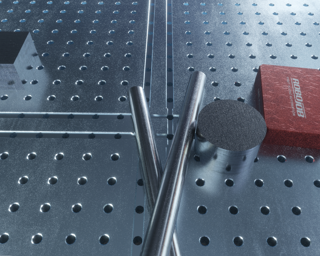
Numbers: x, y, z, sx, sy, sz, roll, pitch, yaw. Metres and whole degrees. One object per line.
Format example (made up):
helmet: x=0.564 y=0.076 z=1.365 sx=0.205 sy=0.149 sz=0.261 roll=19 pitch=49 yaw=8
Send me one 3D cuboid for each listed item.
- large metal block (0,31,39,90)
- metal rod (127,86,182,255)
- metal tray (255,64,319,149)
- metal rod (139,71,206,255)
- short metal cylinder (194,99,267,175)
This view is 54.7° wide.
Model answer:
large metal block: x=-0.245 y=-0.105 z=0.477 sx=0.081 sy=0.050 sz=0.080 roll=0 pitch=50 yaw=0
metal rod: x=-0.007 y=0.061 z=0.355 sx=0.025 sy=0.025 sz=0.300 roll=-8 pitch=51 yaw=-7
metal tray: x=0.185 y=-0.034 z=0.434 sx=0.090 sy=0.030 sz=0.130 roll=7 pitch=50 yaw=5
metal rod: x=0.025 y=0.024 z=0.365 sx=0.025 sy=0.025 sz=0.301 roll=10 pitch=44 yaw=8
short metal cylinder: x=0.084 y=0.010 z=0.383 sx=0.081 sy=0.050 sz=0.080 roll=0 pitch=50 yaw=0
